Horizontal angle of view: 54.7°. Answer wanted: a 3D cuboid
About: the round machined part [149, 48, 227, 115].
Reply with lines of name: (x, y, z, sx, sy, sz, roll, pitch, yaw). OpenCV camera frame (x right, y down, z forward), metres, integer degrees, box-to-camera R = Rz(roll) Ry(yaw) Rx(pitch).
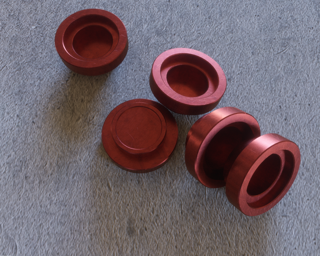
round machined part: (0.034, -0.056, 0.411, 0.099, 0.042, 0.098, 6, 57, -9)

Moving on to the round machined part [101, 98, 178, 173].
round machined part: (-0.026, 0.006, 0.397, 0.099, 0.042, 0.098, 0, 70, 0)

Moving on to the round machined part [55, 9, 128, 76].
round machined part: (-0.094, -0.117, 0.441, 0.099, 0.042, 0.098, 0, 70, 0)

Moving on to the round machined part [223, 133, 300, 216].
round machined part: (0.114, 0.050, 0.362, 0.098, 0.098, 0.042, -38, 39, -13)

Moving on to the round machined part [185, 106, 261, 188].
round machined part: (0.070, 0.020, 0.373, 0.098, 0.098, 0.042, -37, 38, -12)
